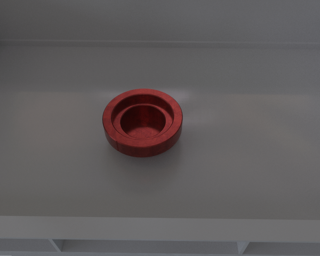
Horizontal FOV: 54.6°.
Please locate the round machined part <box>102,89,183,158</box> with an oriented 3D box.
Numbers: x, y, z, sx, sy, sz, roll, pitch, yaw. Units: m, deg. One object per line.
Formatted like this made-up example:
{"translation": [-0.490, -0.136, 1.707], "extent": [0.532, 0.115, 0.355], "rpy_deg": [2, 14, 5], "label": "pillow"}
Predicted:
{"translation": [-0.021, -0.002, 0.396], "extent": [0.099, 0.042, 0.098], "rpy_deg": [0, 50, 0], "label": "round machined part"}
